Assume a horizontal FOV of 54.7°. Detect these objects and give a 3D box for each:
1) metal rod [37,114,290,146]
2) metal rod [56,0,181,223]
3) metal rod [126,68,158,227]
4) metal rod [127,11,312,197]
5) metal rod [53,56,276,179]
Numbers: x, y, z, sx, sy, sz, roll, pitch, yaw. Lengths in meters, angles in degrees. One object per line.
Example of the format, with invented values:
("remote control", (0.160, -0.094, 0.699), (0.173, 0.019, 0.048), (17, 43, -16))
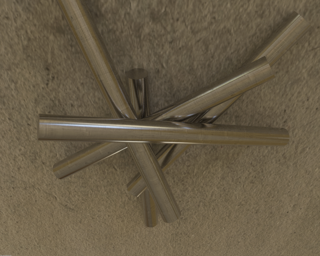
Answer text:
("metal rod", (0.026, 0.006, 0.345), (0.303, 0.025, 0.025), (3, 133, -26))
("metal rod", (-0.040, -0.016, 0.339), (0.025, 0.025, 0.299), (-18, 112, 14))
("metal rod", (-0.021, 0.051, 0.450), (0.025, 0.025, 0.298), (-2, 130, 1))
("metal rod", (0.054, -0.012, 0.379), (0.025, 0.025, 0.299), (31, 118, -24))
("metal rod", (-0.013, -0.002, 0.371), (0.300, 0.025, 0.025), (-26, 126, 22))
